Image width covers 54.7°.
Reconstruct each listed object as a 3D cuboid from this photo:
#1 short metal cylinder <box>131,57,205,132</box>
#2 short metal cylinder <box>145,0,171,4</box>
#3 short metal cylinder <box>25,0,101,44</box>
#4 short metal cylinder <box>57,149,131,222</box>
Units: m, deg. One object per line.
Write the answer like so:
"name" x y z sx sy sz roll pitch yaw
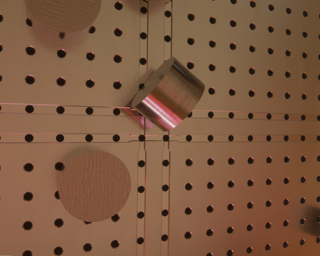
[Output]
"short metal cylinder" 0.009 -0.042 0.388 0.050 0.080 0.080 39 77 -16
"short metal cylinder" 0.002 -0.210 0.401 0.081 0.050 0.079 0 90 -21
"short metal cylinder" -0.113 -0.143 0.358 0.081 0.050 0.079 0 90 -21
"short metal cylinder" -0.080 0.065 0.371 0.081 0.050 0.079 0 90 -21
